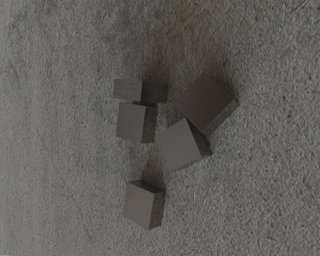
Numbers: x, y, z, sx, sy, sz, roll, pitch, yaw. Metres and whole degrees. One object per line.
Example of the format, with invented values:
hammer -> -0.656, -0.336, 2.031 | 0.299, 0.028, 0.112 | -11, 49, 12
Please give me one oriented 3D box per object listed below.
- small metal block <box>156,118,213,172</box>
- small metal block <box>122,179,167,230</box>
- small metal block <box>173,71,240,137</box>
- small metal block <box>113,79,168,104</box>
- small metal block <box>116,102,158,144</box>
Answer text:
small metal block -> 0.029, 0.021, 0.381 | 0.050, 0.025, 0.050 | -32, 70, 35
small metal block -> -0.022, 0.103, 0.423 | 0.050, 0.025, 0.050 | 14, 99, 39
small metal block -> 0.052, -0.027, 0.353 | 0.050, 0.025, 0.050 | -47, 61, 10
small metal block -> -0.025, -0.048, 0.410 | 0.050, 0.050, 0.025 | 11, 97, 39
small metal block -> -0.033, -0.008, 0.432 | 0.050, 0.025, 0.050 | 12, 98, 39
